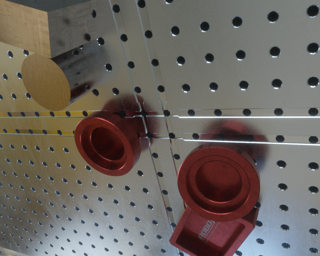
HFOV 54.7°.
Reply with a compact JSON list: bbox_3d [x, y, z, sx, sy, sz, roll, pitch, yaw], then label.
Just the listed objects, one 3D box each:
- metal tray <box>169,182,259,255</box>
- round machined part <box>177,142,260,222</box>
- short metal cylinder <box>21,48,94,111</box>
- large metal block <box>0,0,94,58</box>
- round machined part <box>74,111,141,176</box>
[{"bbox_3d":[0.075,0.148,0.459,0.090,0.030,0.129,27,128,11],"label":"metal tray"},{"bbox_3d":[0.075,0.063,0.389,0.098,0.042,0.097,5,106,17],"label":"round machined part"},{"bbox_3d":[-0.140,-0.070,0.426,0.080,0.050,0.079,13,124,21],"label":"short metal cylinder"},{"bbox_3d":[-0.136,-0.129,0.368,0.080,0.080,0.050,20,126,16],"label":"large metal block"},{"bbox_3d":[-0.071,0.018,0.449,0.098,0.042,0.097,13,124,21],"label":"round machined part"}]
